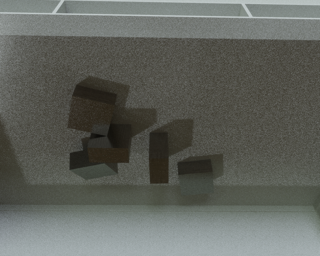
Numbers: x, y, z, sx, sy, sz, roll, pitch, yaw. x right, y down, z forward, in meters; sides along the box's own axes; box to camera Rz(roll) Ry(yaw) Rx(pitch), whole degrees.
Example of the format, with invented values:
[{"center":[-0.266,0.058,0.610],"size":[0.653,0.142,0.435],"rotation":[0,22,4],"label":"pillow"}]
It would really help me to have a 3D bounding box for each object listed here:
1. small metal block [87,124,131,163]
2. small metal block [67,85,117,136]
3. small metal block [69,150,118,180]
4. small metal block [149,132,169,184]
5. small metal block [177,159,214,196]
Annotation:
[{"center":[-0.065,0.019,0.408],"size":[0.050,0.050,0.025],"rotation":[1,127,-2],"label":"small metal block"},{"center":[-0.085,-0.021,0.389],"size":[0.050,0.025,0.050],"rotation":[13,127,-11],"label":"small metal block"},{"center":[-0.093,0.051,0.440],"size":[0.050,0.025,0.050],"rotation":[-11,153,9],"label":"small metal block"},{"center":[-0.001,0.041,0.428],"size":[0.025,0.050,0.050],"rotation":[-1,130,0],"label":"small metal block"},{"center":[0.055,0.076,0.475],"size":[0.050,0.025,0.050],"rotation":[-6,130,5],"label":"small metal block"}]
